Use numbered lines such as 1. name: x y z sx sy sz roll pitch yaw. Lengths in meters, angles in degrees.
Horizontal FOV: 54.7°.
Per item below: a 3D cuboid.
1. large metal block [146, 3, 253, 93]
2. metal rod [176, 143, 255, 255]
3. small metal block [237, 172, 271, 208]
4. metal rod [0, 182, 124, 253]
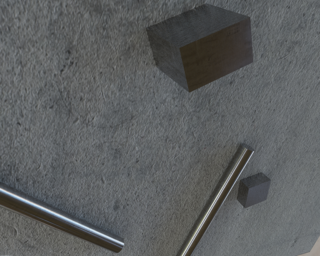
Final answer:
1. large metal block: 0.042 -0.091 0.339 0.080 0.080 0.050 -26 128 -12
2. metal rod: 0.083 0.159 0.553 0.025 0.025 0.298 13 112 -34
3. small metal block: 0.175 0.116 0.577 0.050 0.025 0.050 -14 125 -21
4. metal rod: -0.151 0.105 0.389 0.025 0.025 0.300 -45 130 3
